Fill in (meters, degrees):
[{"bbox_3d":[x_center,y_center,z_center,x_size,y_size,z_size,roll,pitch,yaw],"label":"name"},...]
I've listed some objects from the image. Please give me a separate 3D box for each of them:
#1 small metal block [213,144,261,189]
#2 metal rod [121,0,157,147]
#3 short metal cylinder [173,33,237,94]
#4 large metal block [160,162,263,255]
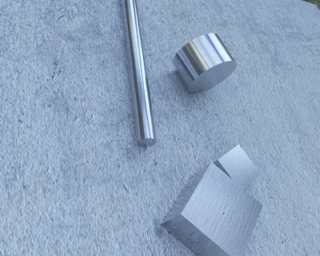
[{"bbox_3d":[0.102,0.058,0.426,0.050,0.025,0.050,-28,78,-38],"label":"small metal block"},{"bbox_3d":[-0.036,-0.113,0.454,0.025,0.025,0.299,6,59,-26],"label":"metal rod"},{"bbox_3d":[0.067,-0.095,0.464,0.081,0.080,0.050,-16,71,-35],"label":"short metal cylinder"},{"bbox_3d":[0.061,0.101,0.361,0.080,0.050,0.080,41,51,-1],"label":"large metal block"}]
